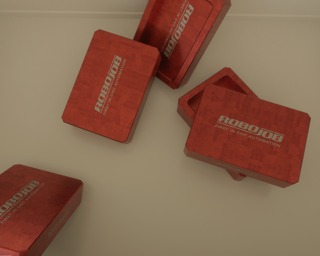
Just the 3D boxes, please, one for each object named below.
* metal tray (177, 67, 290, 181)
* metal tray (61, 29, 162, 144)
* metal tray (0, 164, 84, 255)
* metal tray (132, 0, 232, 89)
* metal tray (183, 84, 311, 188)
[{"bbox_3d":[0.096,-0.008,0.410,0.090,0.030,0.130,-35,74,-12],"label":"metal tray"},{"bbox_3d":[-0.062,-0.054,0.408,0.090,0.030,0.129,20,86,6],"label":"metal tray"},{"bbox_3d":[-0.148,0.087,0.325,0.090,0.130,0.030,14,109,5],"label":"metal tray"},{"bbox_3d":[0.020,-0.128,0.405,0.090,0.129,0.030,38,36,12],"label":"metal tray"},{"bbox_3d":[0.104,0.008,0.373,0.131,0.030,0.090,18,71,6],"label":"metal tray"}]
